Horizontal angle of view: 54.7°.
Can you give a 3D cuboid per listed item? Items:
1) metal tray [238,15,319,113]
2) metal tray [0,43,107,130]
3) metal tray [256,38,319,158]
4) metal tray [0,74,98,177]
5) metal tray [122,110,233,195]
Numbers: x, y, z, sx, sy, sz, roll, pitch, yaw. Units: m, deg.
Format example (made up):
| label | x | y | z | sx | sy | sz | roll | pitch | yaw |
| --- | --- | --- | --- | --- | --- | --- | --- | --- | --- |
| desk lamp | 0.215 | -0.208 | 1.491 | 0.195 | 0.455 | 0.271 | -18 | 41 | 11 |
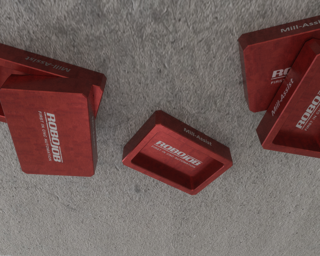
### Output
| label | x | y | z | sx | sy | sz | roll | pitch | yaw |
| --- | --- | --- | --- | --- | --- | --- | --- | --- | --- |
| metal tray | 0.159 | -0.072 | 0.344 | 0.131 | 0.030 | 0.090 | -12 | 129 | 9 |
| metal tray | -0.139 | -0.038 | 0.369 | 0.131 | 0.030 | 0.089 | 15 | 129 | -13 |
| metal tray | 0.177 | -0.025 | 0.343 | 0.091 | 0.030 | 0.129 | 10 | 130 | -9 |
| metal tray | -0.124 | 0.003 | 0.365 | 0.091 | 0.030 | 0.129 | 3 | 130 | -3 |
| metal tray | 0.025 | 0.040 | 0.437 | 0.131 | 0.030 | 0.090 | 28 | 125 | -22 |
